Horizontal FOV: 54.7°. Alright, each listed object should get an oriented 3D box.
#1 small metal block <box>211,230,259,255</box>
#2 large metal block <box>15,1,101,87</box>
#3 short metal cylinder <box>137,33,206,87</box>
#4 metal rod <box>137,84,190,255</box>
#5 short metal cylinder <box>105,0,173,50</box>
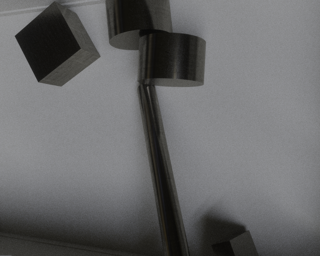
[{"bbox_3d":[0.091,0.152,0.358,0.025,0.050,0.050,-30,70,36],"label":"small metal block"},{"bbox_3d":[-0.147,-0.118,0.448,0.080,0.050,0.080,-32,80,17],"label":"large metal block"},{"bbox_3d":[0.014,-0.079,0.376,0.080,0.080,0.050,3,91,19],"label":"short metal cylinder"},{"bbox_3d":[0.006,0.072,0.340,0.025,0.025,0.299,-23,57,18],"label":"metal rod"},{"bbox_3d":[-0.026,-0.134,0.390,0.080,0.080,0.050,-7,88,19],"label":"short metal cylinder"}]
